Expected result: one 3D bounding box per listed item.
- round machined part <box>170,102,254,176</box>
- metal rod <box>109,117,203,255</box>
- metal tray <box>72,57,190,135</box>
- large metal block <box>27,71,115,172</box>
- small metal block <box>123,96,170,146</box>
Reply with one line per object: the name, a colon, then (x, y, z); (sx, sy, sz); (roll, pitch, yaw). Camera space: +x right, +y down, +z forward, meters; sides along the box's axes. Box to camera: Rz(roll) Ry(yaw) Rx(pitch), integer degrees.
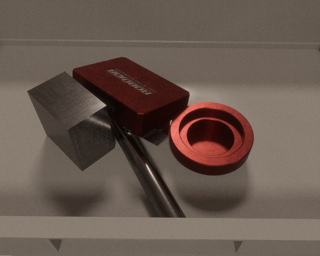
round machined part: (0.061, 0.017, 0.381); (0.099, 0.042, 0.098); (0, 50, 0)
metal rod: (-0.037, 0.020, 0.387); (0.025, 0.025, 0.300); (-21, 53, -17)
metal tray: (-0.039, -0.048, 0.401); (0.130, 0.030, 0.091); (33, 41, 30)
large metal block: (-0.105, -0.008, 0.375); (0.050, 0.080, 0.080); (-37, 60, -27)
small metal block: (-0.014, -0.013, 0.398); (0.050, 0.025, 0.050); (29, 42, -16)
